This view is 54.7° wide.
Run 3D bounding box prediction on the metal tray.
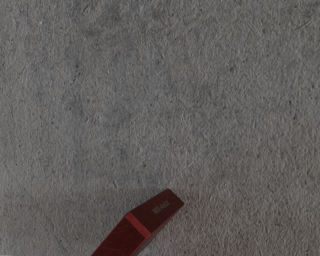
[{"bbox_3d":[-0.026,0.124,0.362,0.030,0.130,0.090,42,103,15],"label":"metal tray"}]
